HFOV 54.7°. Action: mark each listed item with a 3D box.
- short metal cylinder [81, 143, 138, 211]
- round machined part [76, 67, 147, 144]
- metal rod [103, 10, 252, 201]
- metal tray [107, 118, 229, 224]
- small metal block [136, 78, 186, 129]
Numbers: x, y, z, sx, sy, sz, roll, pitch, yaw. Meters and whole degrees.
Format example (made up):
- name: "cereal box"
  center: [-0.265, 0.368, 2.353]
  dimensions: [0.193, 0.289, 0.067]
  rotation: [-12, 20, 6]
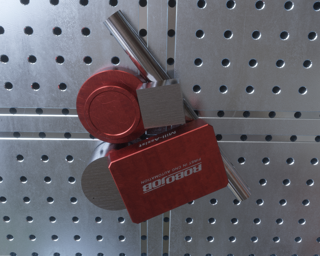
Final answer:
- name: "short metal cylinder"
  center: [-0.060, 0.063, 0.418]
  dimensions: [0.081, 0.050, 0.079]
  rotation: [0, 110, 0]
- name: "round machined part"
  center: [-0.057, -0.024, 0.390]
  dimensions: [0.099, 0.042, 0.097]
  rotation: [0, 110, 1]
- name: "metal rod"
  center: [0.032, -0.017, 0.403]
  dimensions: [0.025, 0.025, 0.300]
  rotation: [-35, 107, 12]
- name: "metal tray"
  center: [0.011, 0.053, 0.385]
  dimensions: [0.131, 0.030, 0.090]
  rotation: [-21, 110, -6]
- name: "small metal block"
  center: [0.003, -0.030, 0.373]
  dimensions: [0.050, 0.025, 0.050]
  rotation: [-8, 113, 8]
